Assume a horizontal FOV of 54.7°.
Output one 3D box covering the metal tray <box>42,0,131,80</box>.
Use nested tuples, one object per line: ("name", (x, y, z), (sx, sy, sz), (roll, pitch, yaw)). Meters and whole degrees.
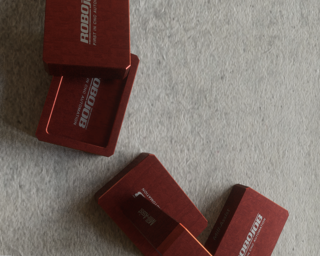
("metal tray", (-0.082, -0.123, 0.355), (0.091, 0.030, 0.129), (1, 75, -15))

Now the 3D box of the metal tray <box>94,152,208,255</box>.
("metal tray", (-0.009, 0.108, 0.404), (0.090, 0.030, 0.130), (-41, 103, -16))

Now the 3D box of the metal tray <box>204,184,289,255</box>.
("metal tray", (0.124, 0.160, 0.454), (0.090, 0.030, 0.130), (32, 79, -18))

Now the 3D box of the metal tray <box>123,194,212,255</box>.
("metal tray", (0.015, 0.123, 0.327), (0.030, 0.130, 0.090), (-45, 105, -14))

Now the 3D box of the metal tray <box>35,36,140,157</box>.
("metal tray", (-0.086, -0.038, 0.374), (0.091, 0.030, 0.129), (17, 84, -20))
